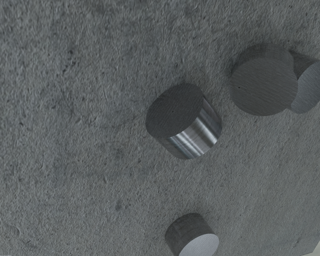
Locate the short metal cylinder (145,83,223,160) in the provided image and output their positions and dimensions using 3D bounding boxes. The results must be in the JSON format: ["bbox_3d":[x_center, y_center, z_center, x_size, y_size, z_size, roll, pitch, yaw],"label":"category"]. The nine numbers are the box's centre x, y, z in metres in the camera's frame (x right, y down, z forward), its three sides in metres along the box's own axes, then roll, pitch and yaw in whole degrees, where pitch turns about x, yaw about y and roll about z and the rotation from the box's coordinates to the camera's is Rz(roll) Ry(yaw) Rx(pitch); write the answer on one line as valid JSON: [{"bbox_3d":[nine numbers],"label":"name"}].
[{"bbox_3d":[0.029,-0.008,0.382,0.080,0.080,0.050,-44,129,2],"label":"short metal cylinder"}]

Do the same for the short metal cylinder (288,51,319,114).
[{"bbox_3d":[0.200,-0.067,0.453,0.081,0.050,0.079,-17,126,-25],"label":"short metal cylinder"}]

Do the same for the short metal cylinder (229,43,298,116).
[{"bbox_3d":[0.132,-0.062,0.398,0.080,0.050,0.079,10,127,13],"label":"short metal cylinder"}]

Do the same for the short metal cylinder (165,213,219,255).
[{"bbox_3d":[0.055,0.197,0.542,0.081,0.050,0.079,-14,124,-21],"label":"short metal cylinder"}]
